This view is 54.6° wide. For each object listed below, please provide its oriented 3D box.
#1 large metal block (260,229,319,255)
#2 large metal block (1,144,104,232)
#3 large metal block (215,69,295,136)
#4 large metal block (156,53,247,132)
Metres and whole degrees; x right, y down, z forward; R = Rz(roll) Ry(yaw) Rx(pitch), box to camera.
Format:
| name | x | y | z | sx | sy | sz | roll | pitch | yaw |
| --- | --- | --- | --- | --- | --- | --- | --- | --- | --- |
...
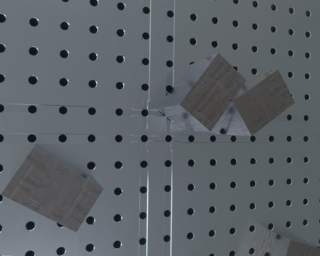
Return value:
| name | x | y | z | sx | sy | sz | roll | pitch | yaw |
| --- | --- | --- | --- | --- | --- | --- | --- | --- | --- |
| large metal block | 0.200 | 0.210 | 0.473 | 0.080 | 0.050 | 0.080 | 21 | 83 | -19 |
| large metal block | -0.116 | 0.062 | 0.341 | 0.080 | 0.080 | 0.050 | 34 | 79 | -17 |
| large metal block | 0.119 | -0.033 | 0.427 | 0.080 | 0.080 | 0.050 | -34 | 101 | -17 |
| large metal block | 0.050 | -0.043 | 0.402 | 0.050 | 0.080 | 0.080 | 40 | 77 | -16 |
